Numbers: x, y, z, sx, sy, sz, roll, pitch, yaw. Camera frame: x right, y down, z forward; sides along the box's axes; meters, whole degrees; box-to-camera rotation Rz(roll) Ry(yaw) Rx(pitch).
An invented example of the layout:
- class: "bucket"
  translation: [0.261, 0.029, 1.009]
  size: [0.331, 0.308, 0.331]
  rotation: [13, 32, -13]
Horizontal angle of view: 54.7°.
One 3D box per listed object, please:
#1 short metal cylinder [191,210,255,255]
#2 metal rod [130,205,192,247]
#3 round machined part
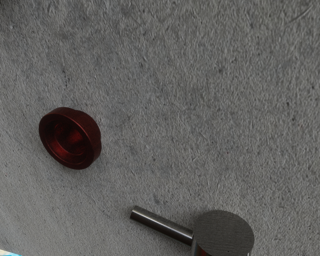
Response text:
- class: "short metal cylinder"
  translation: [0.084, 0.161, 0.426]
  size: [0.080, 0.080, 0.050]
  rotation: [14, 124, 20]
- class: "metal rod"
  translation: [0.092, 0.190, 0.474]
  size: [0.301, 0.025, 0.025]
  rotation: [20, 126, 15]
- class: "round machined part"
  translation: [-0.130, 0.012, 0.469]
  size: [0.098, 0.042, 0.097]
  rotation: [13, 124, 20]
